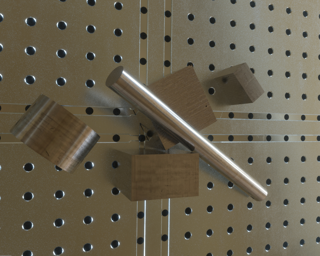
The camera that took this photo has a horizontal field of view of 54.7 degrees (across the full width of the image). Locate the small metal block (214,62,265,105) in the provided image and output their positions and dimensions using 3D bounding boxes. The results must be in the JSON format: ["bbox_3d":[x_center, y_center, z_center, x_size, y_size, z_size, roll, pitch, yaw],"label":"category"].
[{"bbox_3d":[0.112,-0.062,0.442,0.025,0.050,0.050,-40,103,-16],"label":"small metal block"}]

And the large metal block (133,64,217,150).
[{"bbox_3d":[0.015,-0.026,0.406,0.081,0.050,0.080,-29,100,-18],"label":"large metal block"}]

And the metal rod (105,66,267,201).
[{"bbox_3d":[0.054,0.025,0.387,0.301,0.025,0.025,37,77,-35],"label":"metal rod"}]

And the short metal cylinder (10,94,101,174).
[{"bbox_3d":[-0.114,0.007,0.342,0.080,0.080,0.050,39,78,-16],"label":"short metal cylinder"}]

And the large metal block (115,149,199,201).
[{"bbox_3d":[-0.007,0.054,0.382,0.081,0.080,0.050,0,90,-20],"label":"large metal block"}]
